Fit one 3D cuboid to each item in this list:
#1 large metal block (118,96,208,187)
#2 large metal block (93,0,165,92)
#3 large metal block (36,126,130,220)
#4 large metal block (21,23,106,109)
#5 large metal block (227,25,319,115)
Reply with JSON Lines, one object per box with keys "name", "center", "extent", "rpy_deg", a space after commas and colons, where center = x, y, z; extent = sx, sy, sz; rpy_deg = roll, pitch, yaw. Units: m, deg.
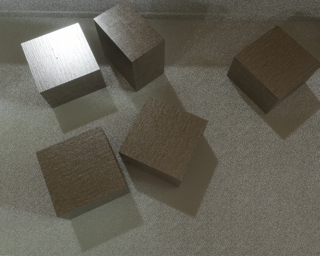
{"name": "large metal block", "center": [0.005, 0.018, 0.390], "extent": [0.080, 0.050, 0.080], "rpy_deg": [24, 72, 8]}
{"name": "large metal block", "center": [-0.039, -0.108, 0.420], "extent": [0.050, 0.080, 0.080], "rpy_deg": [-37, 74, -12]}
{"name": "large metal block", "center": [-0.091, 0.055, 0.375], "extent": [0.080, 0.050, 0.080], "rpy_deg": [-23, 72, -8]}
{"name": "large metal block", "center": [-0.130, -0.085, 0.426], "extent": [0.080, 0.050, 0.080], "rpy_deg": [-24, 72, -9]}
{"name": "large metal block", "center": [0.154, -0.080, 0.426], "extent": [0.080, 0.050, 0.080], "rpy_deg": [-37, 74, -13]}
